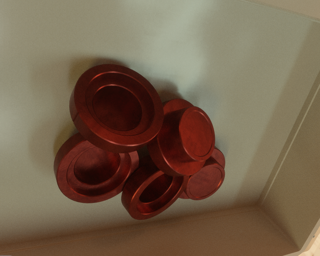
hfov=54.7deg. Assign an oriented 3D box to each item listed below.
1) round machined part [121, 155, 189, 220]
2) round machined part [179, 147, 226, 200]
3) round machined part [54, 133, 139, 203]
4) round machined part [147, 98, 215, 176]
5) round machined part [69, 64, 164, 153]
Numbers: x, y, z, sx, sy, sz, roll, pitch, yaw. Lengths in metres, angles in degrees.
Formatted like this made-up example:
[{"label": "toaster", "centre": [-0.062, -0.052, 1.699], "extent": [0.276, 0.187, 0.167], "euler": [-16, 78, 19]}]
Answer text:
[{"label": "round machined part", "centre": [-0.011, 0.074, 0.422], "extent": [0.099, 0.042, 0.097], "euler": [-26, 139, -25]}, {"label": "round machined part", "centre": [0.060, 0.071, 0.474], "extent": [0.099, 0.042, 0.097], "euler": [-14, 125, -21]}, {"label": "round machined part", "centre": [-0.079, 0.040, 0.378], "extent": [0.099, 0.042, 0.097], "euler": [-14, 125, -21]}, {"label": "round machined part", "centre": [0.032, 0.010, 0.385], "extent": [0.099, 0.042, 0.098], "euler": [14, 70, -43]}, {"label": "round machined part", "centre": [-0.049, -0.017, 0.336], "extent": [0.099, 0.098, 0.042], "euler": [2, 153, -30]}]
